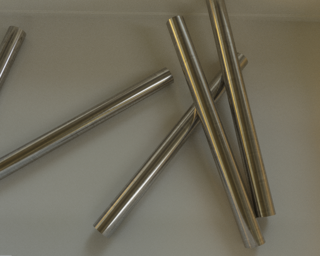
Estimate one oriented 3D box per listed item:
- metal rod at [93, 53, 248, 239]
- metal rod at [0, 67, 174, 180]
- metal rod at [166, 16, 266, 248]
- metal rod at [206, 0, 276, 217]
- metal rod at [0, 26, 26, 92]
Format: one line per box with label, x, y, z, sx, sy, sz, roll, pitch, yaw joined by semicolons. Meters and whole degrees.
metal rod;0.023;0.011;0.405;0.025;0.025;0.300;36;74;12
metal rod;-0.114;0.001;0.407;0.301;0.025;0.025;-31;73;-11
metal rod;0.066;-0.004;0.389;0.025;0.025;0.299;-17;80;-6
metal rod;0.102;-0.039;0.403;0.025;0.025;0.299;-9;78;-4
metal rod;-0.246;-0.007;0.408;0.025;0.025;0.299;13;70;4
